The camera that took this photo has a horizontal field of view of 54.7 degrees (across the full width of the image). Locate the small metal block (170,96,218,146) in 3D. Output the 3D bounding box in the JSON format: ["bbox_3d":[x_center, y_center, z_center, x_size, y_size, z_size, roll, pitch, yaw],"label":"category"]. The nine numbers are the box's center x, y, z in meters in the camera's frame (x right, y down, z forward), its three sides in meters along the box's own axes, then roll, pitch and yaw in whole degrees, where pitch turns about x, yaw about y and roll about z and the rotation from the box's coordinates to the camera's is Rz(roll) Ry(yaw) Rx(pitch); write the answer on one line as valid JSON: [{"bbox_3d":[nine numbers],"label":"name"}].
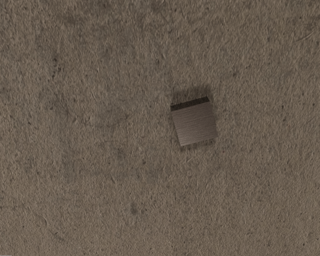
[{"bbox_3d":[0.045,-0.009,0.407,0.050,0.025,0.050,-15,110,5],"label":"small metal block"}]
